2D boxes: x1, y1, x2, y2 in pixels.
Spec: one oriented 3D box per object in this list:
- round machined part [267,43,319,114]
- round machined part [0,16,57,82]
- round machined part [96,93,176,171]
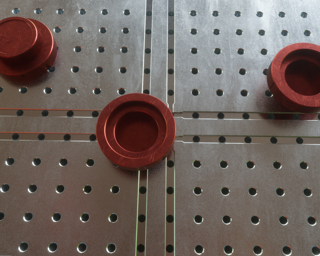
[{"bbox_3d":[0.196,-0.065,0.427,0.099,0.042,0.098,0,70,0],"label":"round machined part"},{"bbox_3d":[-0.203,-0.120,0.445,0.099,0.042,0.098,0,70,0],"label":"round machined part"},{"bbox_3d":[-0.030,0.008,0.400,0.099,0.042,0.098,0,70,0],"label":"round machined part"}]
